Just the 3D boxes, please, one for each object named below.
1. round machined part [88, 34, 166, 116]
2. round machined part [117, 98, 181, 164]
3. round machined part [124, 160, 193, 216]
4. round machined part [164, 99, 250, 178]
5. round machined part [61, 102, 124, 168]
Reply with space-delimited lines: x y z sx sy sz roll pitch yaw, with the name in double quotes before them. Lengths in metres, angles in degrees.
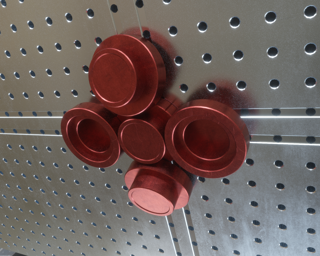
"round machined part" -0.046 -0.062 0.370 0.098 0.042 0.097 8 108 27
"round machined part" -0.016 0.009 0.411 0.098 0.042 0.097 13 124 20
"round machined part" -0.006 0.089 0.442 0.098 0.042 0.097 15 139 14
"round machined part" 0.059 0.009 0.374 0.098 0.042 0.097 13 124 20
"round machined part" -0.090 0.006 0.449 0.098 0.042 0.097 13 124 20
